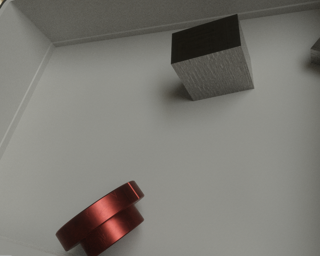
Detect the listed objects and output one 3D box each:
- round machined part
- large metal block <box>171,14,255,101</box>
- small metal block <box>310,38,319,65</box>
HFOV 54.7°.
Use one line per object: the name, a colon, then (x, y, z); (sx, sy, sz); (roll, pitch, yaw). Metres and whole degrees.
round machined part: (-0.056, 0.102, 0.333); (0.098, 0.098, 0.042); (-37, 80, 3)
large metal block: (0.067, -0.083, 0.385); (0.080, 0.080, 0.050); (-11, 57, 22)
small metal block: (0.210, -0.092, 0.352); (0.050, 0.025, 0.050); (-49, 52, -7)
